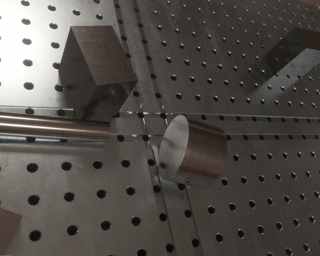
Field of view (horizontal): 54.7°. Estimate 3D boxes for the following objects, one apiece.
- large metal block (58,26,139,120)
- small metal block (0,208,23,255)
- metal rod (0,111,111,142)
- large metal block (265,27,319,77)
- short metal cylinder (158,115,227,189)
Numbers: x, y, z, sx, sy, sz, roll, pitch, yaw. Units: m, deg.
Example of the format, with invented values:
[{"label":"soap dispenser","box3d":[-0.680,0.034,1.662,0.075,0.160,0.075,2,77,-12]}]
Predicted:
[{"label":"large metal block","box3d":[-0.078,-0.063,0.371,0.050,0.080,0.080,-14,69,-34]},{"label":"small metal block","box3d":[-0.156,0.094,0.267,0.050,0.025,0.050,25,53,-13]},{"label":"metal rod","box3d":[-0.198,-0.008,0.306,0.302,0.025,0.025,5,59,-26]},{"label":"large metal block","box3d":[0.274,-0.147,0.613,0.081,0.080,0.050,-1,63,-29]},{"label":"short metal cylinder","box3d":[0.037,0.029,0.377,0.050,0.080,0.080,17,55,-19]}]
